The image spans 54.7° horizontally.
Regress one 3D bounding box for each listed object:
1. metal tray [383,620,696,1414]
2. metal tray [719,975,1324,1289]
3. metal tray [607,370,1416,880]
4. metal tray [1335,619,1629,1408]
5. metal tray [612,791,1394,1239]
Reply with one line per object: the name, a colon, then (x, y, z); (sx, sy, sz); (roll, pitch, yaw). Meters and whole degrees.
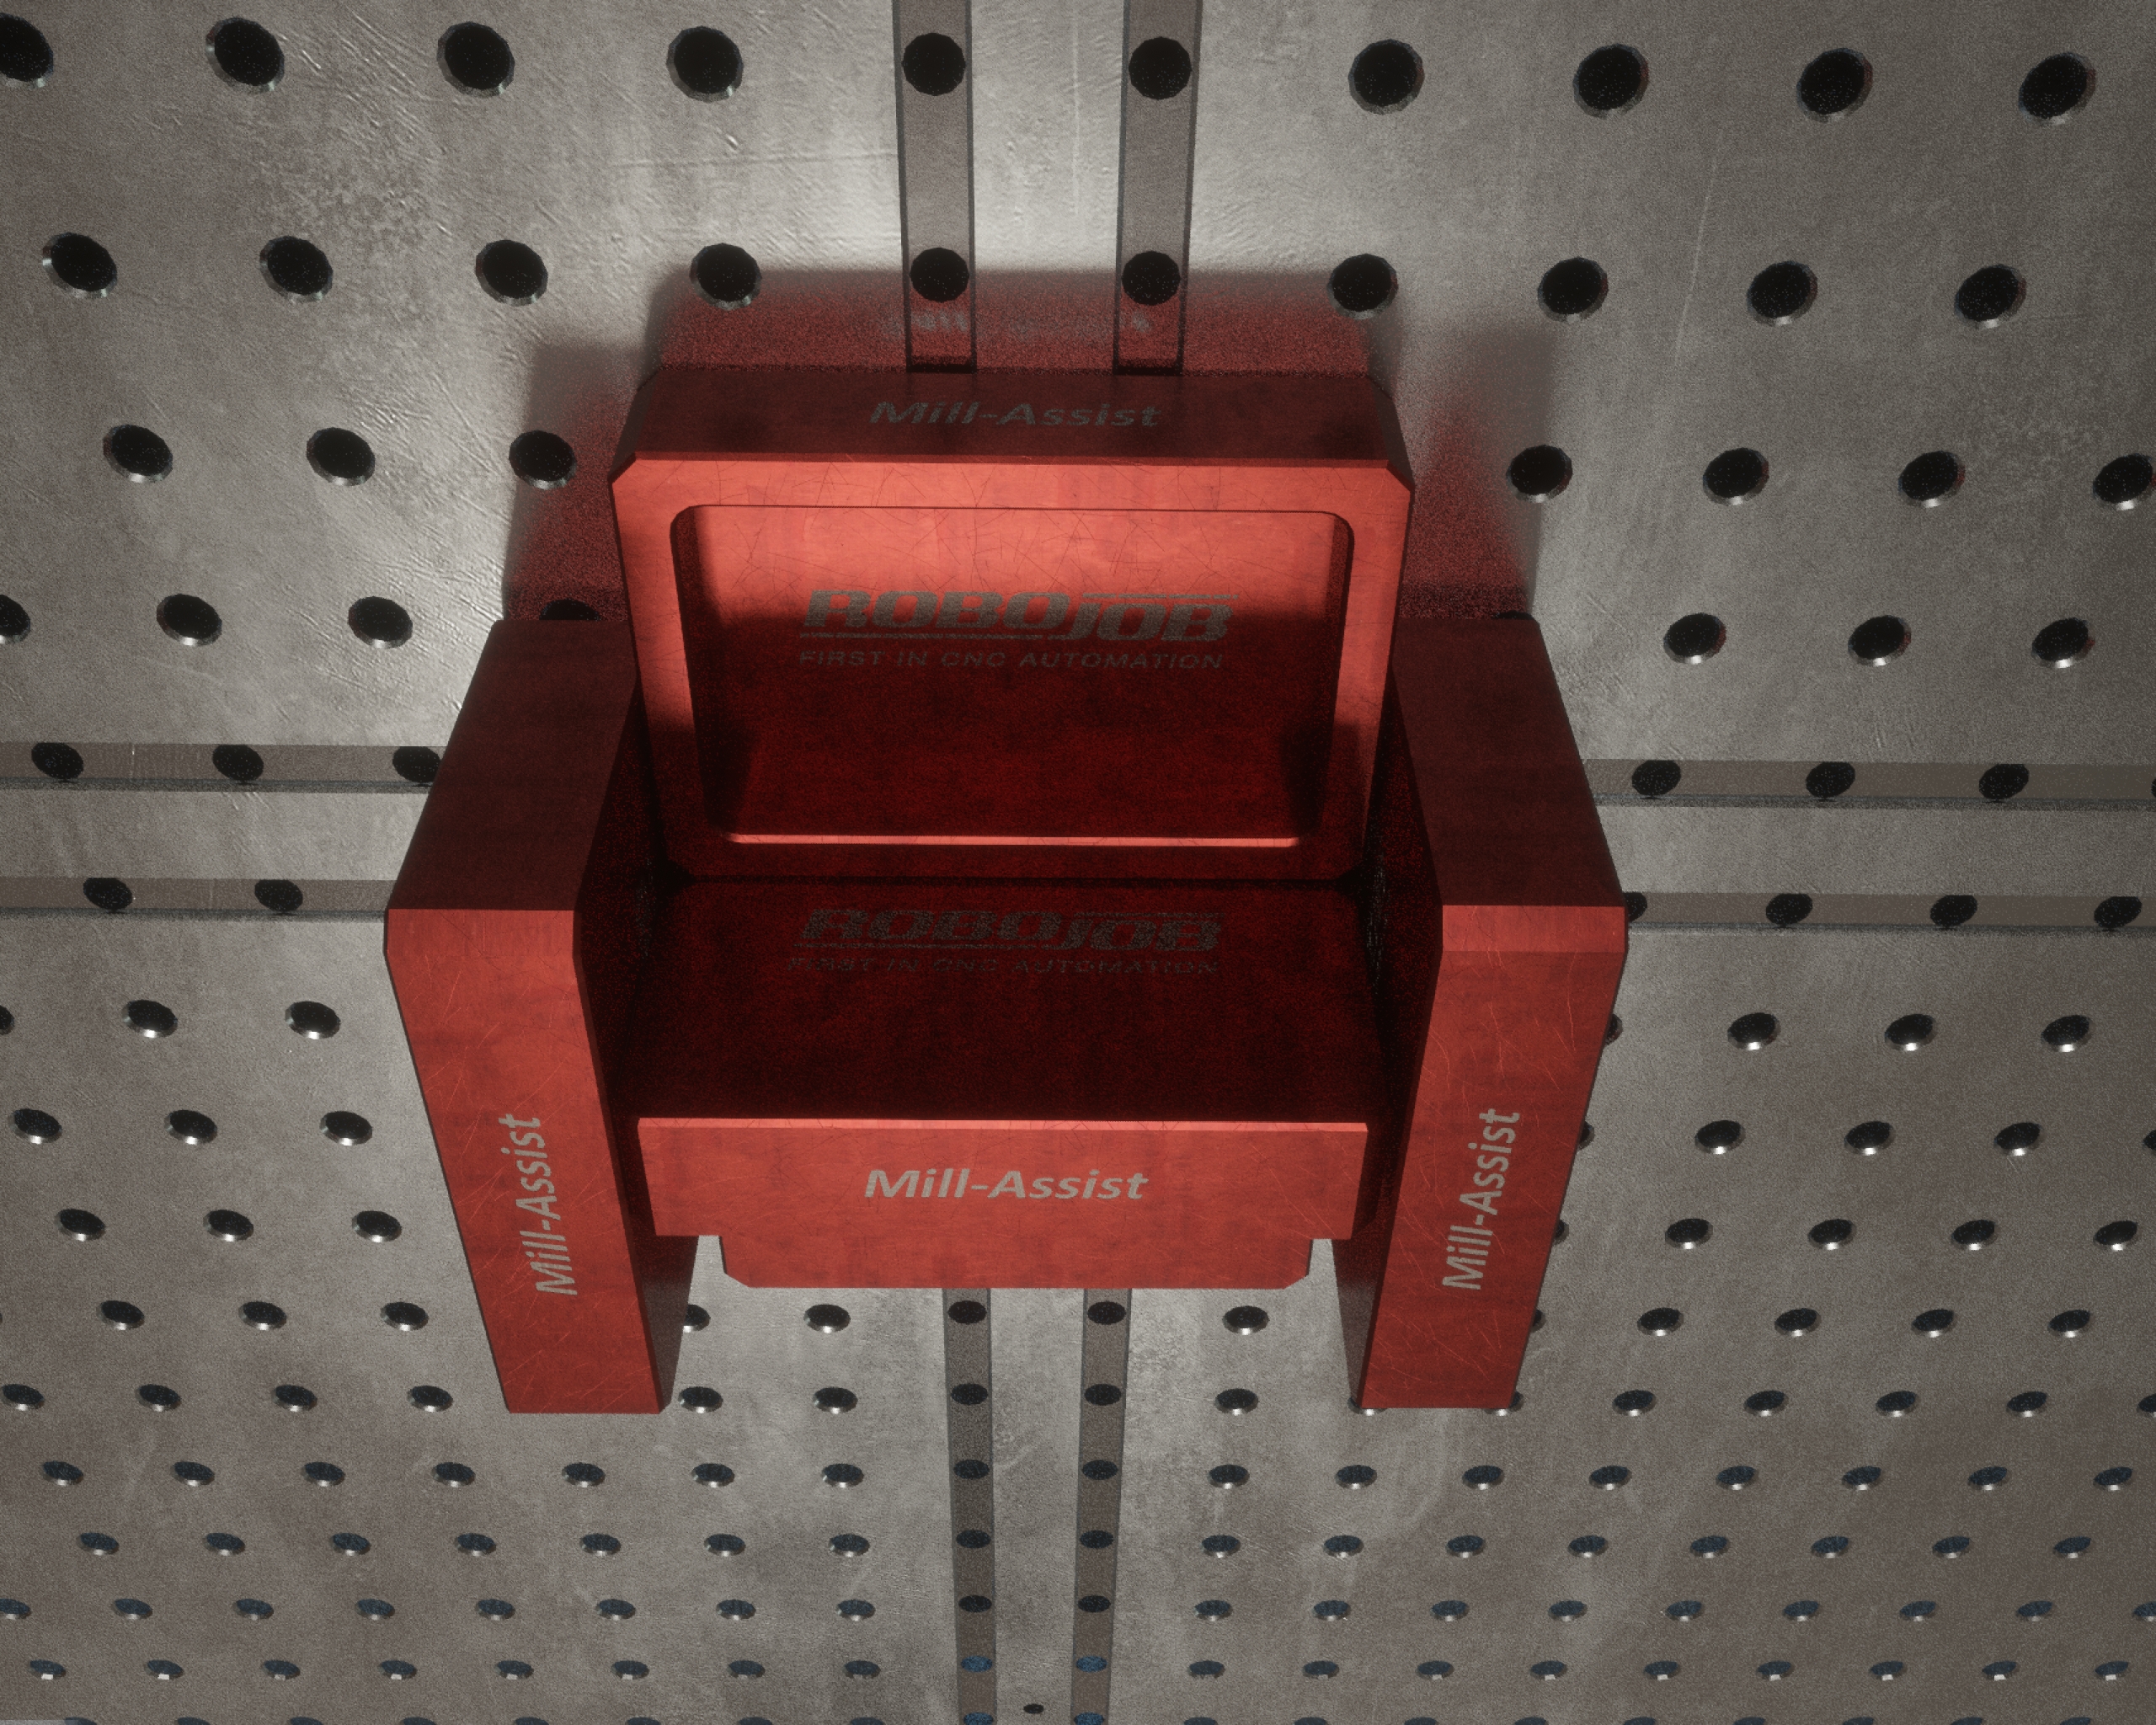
metal tray: (-0.093, 0.031, 0.393); (0.030, 0.090, 0.129); (1, 130, -1)
metal tray: (-0.013, 0.053, 0.451); (0.131, 0.030, 0.089); (0, 130, -1)
metal tray: (-0.011, -0.040, 0.374); (0.131, 0.030, 0.089); (0, 130, -1)
metal tray: (0.069, 0.030, 0.395); (0.030, 0.090, 0.129); (1, 130, -1)
metal tray: (-0.013, 0.026, 0.388); (0.131, 0.090, 0.030); (1, 130, -1)
